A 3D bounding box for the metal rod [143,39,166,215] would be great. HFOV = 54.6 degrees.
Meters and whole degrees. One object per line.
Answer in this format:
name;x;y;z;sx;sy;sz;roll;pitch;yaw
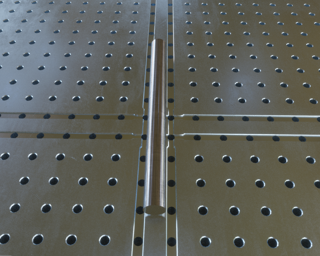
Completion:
metal rod;-0.004;-0.026;0.430;0.025;0.025;0.300;1;50;0
